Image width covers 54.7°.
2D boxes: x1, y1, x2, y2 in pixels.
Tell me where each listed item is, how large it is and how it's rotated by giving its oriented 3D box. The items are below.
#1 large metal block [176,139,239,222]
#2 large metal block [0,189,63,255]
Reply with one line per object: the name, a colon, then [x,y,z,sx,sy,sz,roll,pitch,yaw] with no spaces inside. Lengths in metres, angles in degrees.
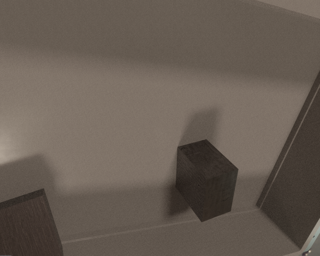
large metal block: [0.065,0.075,0.458,0.050,0.080,0.079,-13,124,-22]
large metal block: [-0.164,0.125,0.359,0.081,0.050,0.080,-17,94,-19]
